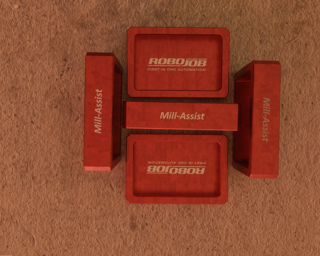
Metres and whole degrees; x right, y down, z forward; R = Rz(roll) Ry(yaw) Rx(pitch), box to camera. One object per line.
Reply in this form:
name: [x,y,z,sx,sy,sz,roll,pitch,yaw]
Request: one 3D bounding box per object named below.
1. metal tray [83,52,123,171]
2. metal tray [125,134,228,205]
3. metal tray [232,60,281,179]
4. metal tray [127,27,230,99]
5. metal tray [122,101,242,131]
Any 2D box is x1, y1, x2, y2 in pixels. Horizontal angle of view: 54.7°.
metal tray: [-0.067,-0.019,0.378,0.030,0.090,0.129,1,91,0]
metal tray: [0.022,0.053,0.410,0.131,0.030,0.089,1,89,0]
metal tray: [0.115,-0.010,0.379,0.030,0.090,0.129,1,90,0]
metal tray: [0.023,-0.084,0.409,0.131,0.030,0.089,0,93,0]
metal tray: [0.024,-0.014,0.380,0.131,0.090,0.030,1,92,0]
